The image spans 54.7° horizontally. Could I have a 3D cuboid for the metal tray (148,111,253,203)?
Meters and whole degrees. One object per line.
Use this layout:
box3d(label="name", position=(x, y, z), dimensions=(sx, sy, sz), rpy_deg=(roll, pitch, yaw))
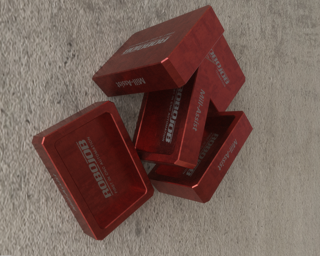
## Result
box3d(label="metal tray", position=(0.054, 0.032, 0.411), dimensions=(0.130, 0.090, 0.030), rpy_deg=(-51, 121, -28))

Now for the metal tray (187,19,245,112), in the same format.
box3d(label="metal tray", position=(0.073, -0.094, 0.466), dimensions=(0.090, 0.030, 0.130), rpy_deg=(-52, 121, -27))

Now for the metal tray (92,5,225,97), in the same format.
box3d(label="metal tray", position=(-0.007, -0.078, 0.334), dimensions=(0.030, 0.130, 0.090), rpy_deg=(52, 59, -28))

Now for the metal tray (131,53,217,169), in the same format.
box3d(label="metal tray", position=(0.014, -0.020, 0.377), dimensions=(0.030, 0.090, 0.129), rpy_deg=(21, 77, -39))

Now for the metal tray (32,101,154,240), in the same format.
box3d(label="metal tray", position=(-0.068, 0.046, 0.347), dimensions=(0.091, 0.030, 0.129), rpy_deg=(-36, 112, -34))
